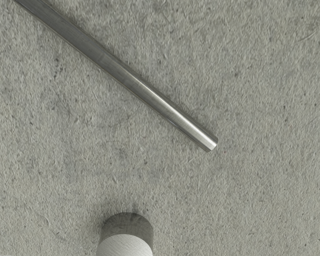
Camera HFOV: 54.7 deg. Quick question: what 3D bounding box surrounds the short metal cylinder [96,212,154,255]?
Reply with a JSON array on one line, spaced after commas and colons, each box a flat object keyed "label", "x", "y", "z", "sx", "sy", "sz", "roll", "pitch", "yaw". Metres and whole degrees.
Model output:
[{"label": "short metal cylinder", "x": -0.050, "y": 0.174, "z": 0.460, "sx": 0.081, "sy": 0.050, "sz": 0.079, "roll": 0, "pitch": 110, "yaw": 0}]

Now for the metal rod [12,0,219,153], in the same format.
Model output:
[{"label": "metal rod", "x": -0.046, "y": -0.066, "z": 0.384, "sx": 0.301, "sy": 0.025, "sz": 0.025, "roll": 38, "pitch": 106, "yaw": -13}]
